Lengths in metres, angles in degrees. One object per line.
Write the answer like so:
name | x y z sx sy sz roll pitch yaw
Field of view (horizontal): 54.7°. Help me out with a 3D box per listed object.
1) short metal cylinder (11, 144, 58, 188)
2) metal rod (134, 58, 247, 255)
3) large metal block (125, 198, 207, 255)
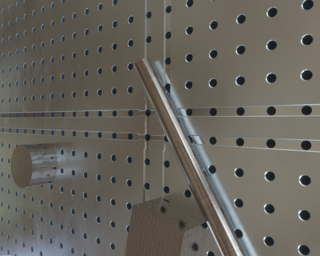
short metal cylinder | -0.238 0.070 0.586 0.080 0.050 0.079 0 90 39
metal rod | 0.035 0.040 0.378 0.025 0.025 0.299 -38 67 33
large metal block | 0.006 0.143 0.386 0.080 0.050 0.079 16 100 38
